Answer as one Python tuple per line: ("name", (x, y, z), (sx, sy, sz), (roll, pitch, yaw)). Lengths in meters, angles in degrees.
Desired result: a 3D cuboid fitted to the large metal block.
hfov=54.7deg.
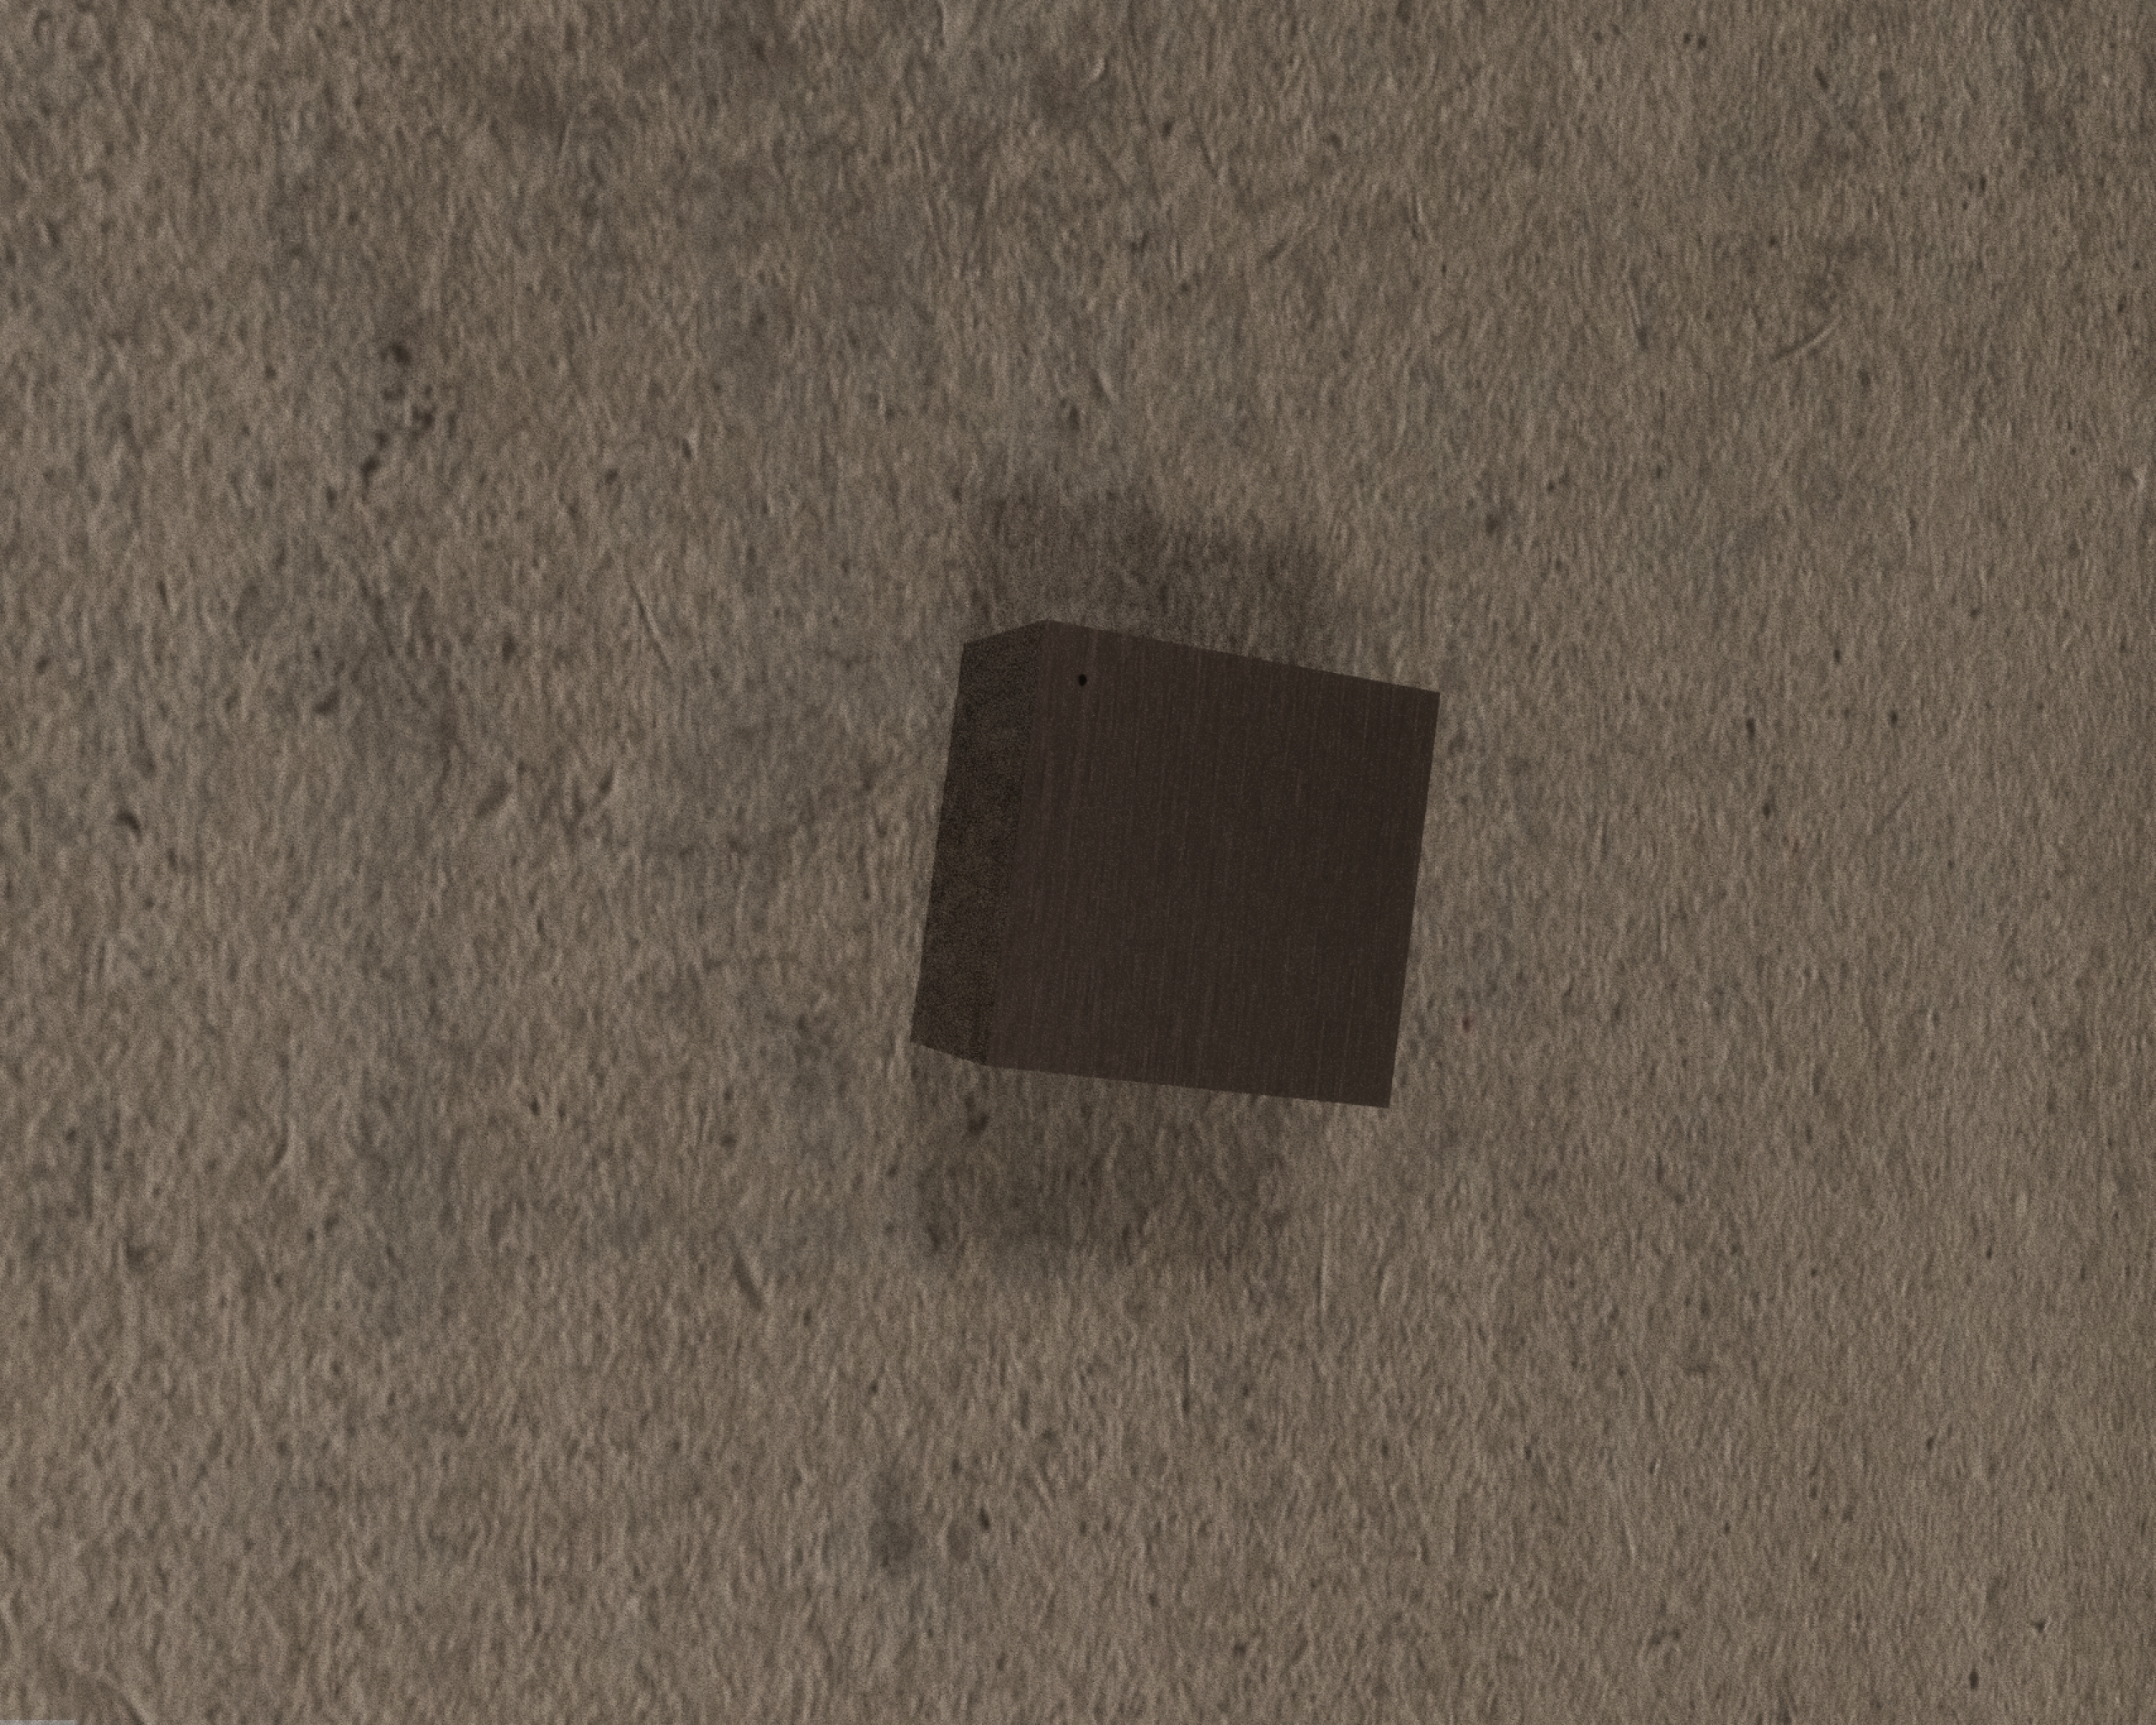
("large metal block", (0.018, 0.001, 0.405), (0.081, 0.050, 0.080), (8, 87, -20))
